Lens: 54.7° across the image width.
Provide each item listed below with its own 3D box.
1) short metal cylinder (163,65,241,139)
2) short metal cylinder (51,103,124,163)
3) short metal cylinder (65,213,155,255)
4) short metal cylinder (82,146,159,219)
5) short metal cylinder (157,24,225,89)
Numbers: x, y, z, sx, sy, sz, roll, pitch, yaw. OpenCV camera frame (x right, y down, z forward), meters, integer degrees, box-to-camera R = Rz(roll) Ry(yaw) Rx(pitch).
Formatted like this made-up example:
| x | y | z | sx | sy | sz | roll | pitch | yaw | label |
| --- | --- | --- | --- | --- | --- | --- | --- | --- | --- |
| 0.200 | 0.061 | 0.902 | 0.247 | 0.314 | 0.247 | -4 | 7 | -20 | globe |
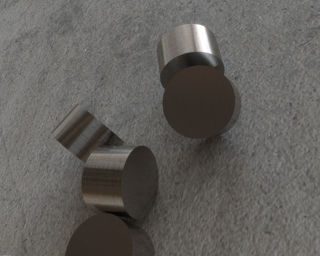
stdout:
| x | y | z | sx | sy | sz | roll | pitch | yaw | label |
| --- | --- | --- | --- | --- | --- | --- | --- | --- | --- |
| 0.050 | -0.028 | 0.357 | 0.080 | 0.050 | 0.079 | 0 | 90 | 21 | short metal cylinder |
| -0.094 | 0.012 | 0.409 | 0.080 | 0.080 | 0.050 | 34 | 81 | 38 | short metal cylinder |
| -0.052 | 0.137 | 0.330 | 0.080 | 0.050 | 0.080 | -13 | 56 | 20 | short metal cylinder |
| -0.042 | 0.060 | 0.353 | 0.050 | 0.080 | 0.080 | -2 | 61 | 27 | short metal cylinder |
| 0.038 | -0.085 | 0.400 | 0.080 | 0.080 | 0.050 | -18 | 54 | 17 | short metal cylinder |
